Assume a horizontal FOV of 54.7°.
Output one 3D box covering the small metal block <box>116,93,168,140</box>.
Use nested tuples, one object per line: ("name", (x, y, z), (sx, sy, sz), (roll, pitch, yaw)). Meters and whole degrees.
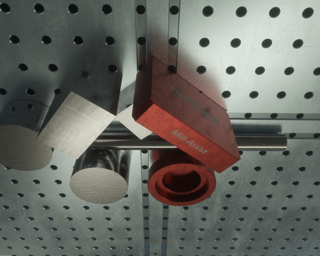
("small metal block", (-0.021, -0.019, 0.395), (0.050, 0.025, 0.050), (-32, 124, 24))

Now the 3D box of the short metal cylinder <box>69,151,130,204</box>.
("short metal cylinder", (-0.085, 0.066, 0.450), (0.081, 0.050, 0.079), (0, 130, 0))

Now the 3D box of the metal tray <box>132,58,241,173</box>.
("metal tray", (0.031, -0.014, 0.356), (0.130, 0.090, 0.030), (33, 123, -25))

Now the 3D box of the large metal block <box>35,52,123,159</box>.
("large metal block", (-0.089, -0.025, 0.353), (0.050, 0.080, 0.080), (31, 123, -24))

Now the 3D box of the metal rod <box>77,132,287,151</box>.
("metal rod", (0.020, 0.018, 0.427), (0.302, 0.025, 0.025), (1, 130, -1))

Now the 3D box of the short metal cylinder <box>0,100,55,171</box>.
("short metal cylinder", (-0.174, 0.010, 0.402), (0.081, 0.050, 0.079), (0, 130, 0))

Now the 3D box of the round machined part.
("round machined part", (0.032, 0.070, 0.460), (0.099, 0.042, 0.097), (0, 130, 0))
